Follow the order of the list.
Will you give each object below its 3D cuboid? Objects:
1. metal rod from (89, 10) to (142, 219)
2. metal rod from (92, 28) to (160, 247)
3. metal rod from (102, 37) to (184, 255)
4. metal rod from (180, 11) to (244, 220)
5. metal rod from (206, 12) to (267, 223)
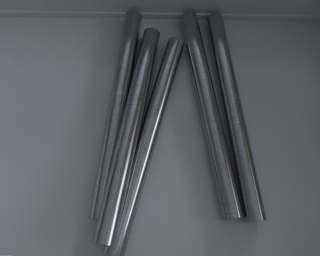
[{"bbox_3d":[-0.056,-0.031,0.420,0.025,0.025,0.299,6,70,2],"label":"metal rod"},{"bbox_3d":[-0.036,-0.007,0.397,0.025,0.025,0.299,9,65,3],"label":"metal rod"},{"bbox_3d":[-0.015,0.010,0.405,0.025,0.025,0.299,14,70,5],"label":"metal rod"},{"bbox_3d":[0.066,-0.030,0.421,0.025,0.025,0.299,-8,70,-3],"label":"metal rod"},{"bbox_3d":[0.099,-0.028,0.421,0.025,0.025,0.299,-6,70,-3],"label":"metal rod"}]
